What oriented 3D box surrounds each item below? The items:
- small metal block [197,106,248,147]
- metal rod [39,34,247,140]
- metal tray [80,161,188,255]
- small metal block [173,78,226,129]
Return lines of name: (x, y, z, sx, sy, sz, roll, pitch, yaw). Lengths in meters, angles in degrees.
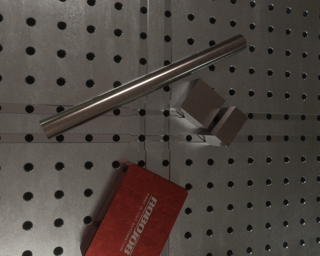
small metal block: (0.087, -0.002, 0.433, 0.025, 0.050, 0.050, 41, 77, -16)
metal rod: (-0.008, -0.062, 0.410, 0.302, 0.025, 0.025, -27, 99, -18)
metal tray: (-0.031, 0.120, 0.400, 0.090, 0.030, 0.130, 29, 80, -18)
small metal block: (0.055, -0.034, 0.434, 0.050, 0.025, 0.050, 38, 78, -16)
